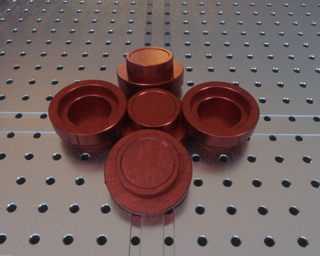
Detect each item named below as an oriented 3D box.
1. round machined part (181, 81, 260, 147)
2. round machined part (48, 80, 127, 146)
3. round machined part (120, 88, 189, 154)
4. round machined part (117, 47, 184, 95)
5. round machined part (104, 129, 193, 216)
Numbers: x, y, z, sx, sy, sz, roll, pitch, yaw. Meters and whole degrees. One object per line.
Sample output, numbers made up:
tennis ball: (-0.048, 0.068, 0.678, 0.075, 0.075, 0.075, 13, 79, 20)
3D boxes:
round machined part: (0.077, -0.014, 0.408, 0.099, 0.042, 0.098, 0, 50, 0)
round machined part: (-0.091, -0.016, 0.408, 0.099, 0.042, 0.098, 0, 50, 0)
round machined part: (-0.008, -0.015, 0.407, 0.099, 0.042, 0.098, 0, 50, 0)
round machined part: (-0.014, -0.087, 0.455, 0.099, 0.042, 0.098, -1, 36, 1)
round machined part: (-0.013, 0.045, 0.344, 0.099, 0.042, 0.098, 0, 65, 0)
